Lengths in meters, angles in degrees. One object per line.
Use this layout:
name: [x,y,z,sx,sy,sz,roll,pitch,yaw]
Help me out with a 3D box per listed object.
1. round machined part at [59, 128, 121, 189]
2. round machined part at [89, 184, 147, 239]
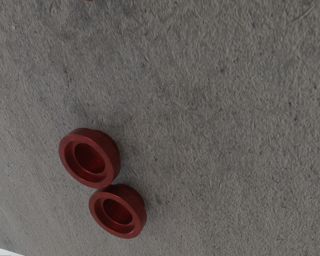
round machined part: [-0.102,0.042,0.476,0.098,0.042,0.097,13,124,21]
round machined part: [-0.065,0.131,0.511,0.098,0.042,0.097,13,124,21]
